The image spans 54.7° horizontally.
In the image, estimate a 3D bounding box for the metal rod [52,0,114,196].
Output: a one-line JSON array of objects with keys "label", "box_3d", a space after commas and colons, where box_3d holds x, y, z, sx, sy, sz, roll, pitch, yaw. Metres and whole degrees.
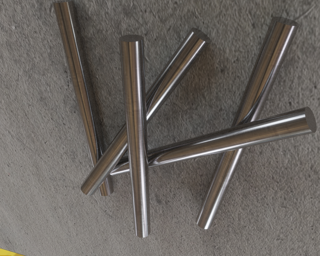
[{"label": "metal rod", "box_3d": [-0.103, -0.024, 0.446, 0.025, 0.025, 0.298, 8, 122, 24]}]

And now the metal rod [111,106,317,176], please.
[{"label": "metal rod", "box_3d": [0.033, 0.027, 0.383, 0.299, 0.025, 0.025, -18, 109, 42]}]

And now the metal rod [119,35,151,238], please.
[{"label": "metal rod", "box_3d": [-0.028, 0.034, 0.395, 0.025, 0.025, 0.298, 14, 126, 20]}]

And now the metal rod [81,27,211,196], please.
[{"label": "metal rod", "box_3d": [-0.035, -0.001, 0.406, 0.025, 0.025, 0.298, 40, 124, 1]}]

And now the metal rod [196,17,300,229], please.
[{"label": "metal rod", "box_3d": [0.090, 0.020, 0.371, 0.025, 0.025, 0.298, 23, 127, 14]}]
